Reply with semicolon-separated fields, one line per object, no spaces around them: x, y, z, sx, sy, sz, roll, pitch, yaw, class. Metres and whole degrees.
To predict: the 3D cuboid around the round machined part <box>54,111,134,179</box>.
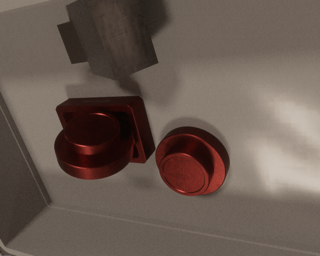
-0.083;0.015;0.393;0.098;0.098;0.042;18;133;18;round machined part

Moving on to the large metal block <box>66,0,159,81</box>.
-0.053;-0.101;0.332;0.080;0.050;0.080;26;139;58;large metal block

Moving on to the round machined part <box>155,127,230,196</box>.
0.038;0.050;0.408;0.098;0.042;0.097;13;124;20;round machined part

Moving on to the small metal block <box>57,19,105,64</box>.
-0.093;-0.111;0.387;0.050;0.025;0.050;-1;118;28;small metal block

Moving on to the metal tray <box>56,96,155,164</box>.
-0.079;0.002;0.446;0.130;0.030;0.089;1;119;27;metal tray
